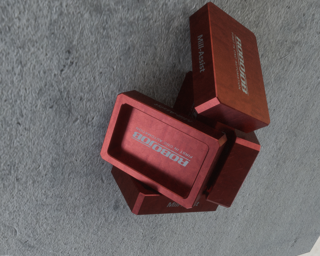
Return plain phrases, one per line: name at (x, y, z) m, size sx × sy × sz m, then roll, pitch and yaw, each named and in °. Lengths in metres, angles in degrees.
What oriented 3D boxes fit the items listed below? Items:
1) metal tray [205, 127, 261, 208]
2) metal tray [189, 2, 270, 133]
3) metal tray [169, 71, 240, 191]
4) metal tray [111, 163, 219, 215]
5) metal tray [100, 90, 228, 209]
metal tray at (0.091, 0.032, 0.415) m, size 0.030 × 0.130 × 0.089 m, roll 20°, pitch 112°, yaw -1°
metal tray at (0.078, -0.067, 0.351) m, size 0.091 × 0.130 × 0.030 m, roll 19°, pitch 149°, yaw -36°
metal tray at (0.046, 0.004, 0.395) m, size 0.030 × 0.090 × 0.129 m, roll 7°, pitch 115°, yaw -32°
metal tray at (0.010, 0.073, 0.418) m, size 0.131 × 0.090 × 0.030 m, roll 7°, pitch 115°, yaw -32°
metal tray at (0.000, 0.022, 0.360) m, size 0.030 × 0.130 × 0.089 m, roll -26°, pitch 140°, yaw -62°
